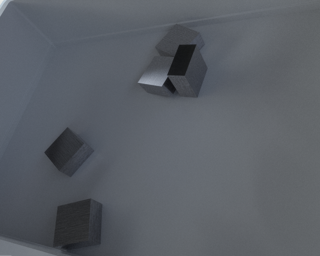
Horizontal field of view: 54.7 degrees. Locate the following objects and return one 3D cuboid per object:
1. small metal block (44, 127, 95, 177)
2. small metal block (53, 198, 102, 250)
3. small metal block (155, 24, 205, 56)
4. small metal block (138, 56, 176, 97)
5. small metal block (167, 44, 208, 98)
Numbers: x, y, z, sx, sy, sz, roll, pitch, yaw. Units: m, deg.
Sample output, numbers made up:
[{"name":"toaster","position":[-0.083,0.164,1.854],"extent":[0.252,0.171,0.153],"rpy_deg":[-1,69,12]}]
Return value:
[{"name":"small metal block","position":[-0.133,0.035,0.452],"extent":[0.050,0.025,0.050],"rpy_deg":[-49,52,-7]},{"name":"small metal block","position":[-0.101,0.120,0.383],"extent":[0.050,0.025,0.050],"rpy_deg":[-17,55,18]},{"name":"small metal block","position":[0.030,-0.124,0.465],"extent":[0.050,0.025,0.050],"rpy_deg":[-49,52,-7]},{"name":"small metal block","position":[0.004,-0.075,0.443],"extent":[0.050,0.025,0.050],"rpy_deg":[16,70,44]},{"name":"small metal block","position":[0.038,-0.076,0.415],"extent":[0.025,0.050,0.050],"rpy_deg":[8,66,31]}]
